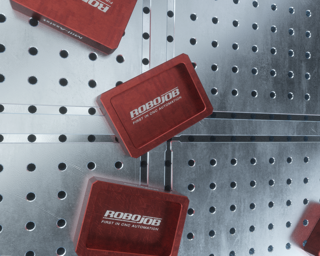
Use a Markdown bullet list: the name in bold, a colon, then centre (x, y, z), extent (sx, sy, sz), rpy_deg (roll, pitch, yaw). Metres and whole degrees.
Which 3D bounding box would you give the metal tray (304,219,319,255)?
- **metal tray**: centre (0.315, 0.205, 0.525), extent (0.130, 0.030, 0.090), rpy_deg (40, 77, -16)

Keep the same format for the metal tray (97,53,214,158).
- **metal tray**: centre (-0.004, -0.030, 0.408), extent (0.131, 0.030, 0.090), rpy_deg (-30, 100, -18)

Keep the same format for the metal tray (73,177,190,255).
- **metal tray**: centre (-0.034, 0.119, 0.397), extent (0.131, 0.030, 0.090), rpy_deg (15, 85, -20)

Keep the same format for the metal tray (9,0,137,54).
- **metal tray**: centre (-0.099, -0.159, 0.373), extent (0.131, 0.030, 0.090), rpy_deg (23, 82, -19)
